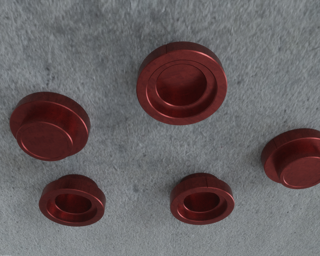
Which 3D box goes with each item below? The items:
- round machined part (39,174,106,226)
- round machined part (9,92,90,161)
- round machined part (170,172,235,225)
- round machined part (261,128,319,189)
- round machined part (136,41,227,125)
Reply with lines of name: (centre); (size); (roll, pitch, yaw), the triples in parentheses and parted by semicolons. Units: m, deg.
round machined part: (-0.135, 0.110, 0.488); (0.099, 0.042, 0.097); (-1, 130, 0)
round machined part: (-0.143, 0.005, 0.398); (0.099, 0.042, 0.097); (-1, 130, 0)
round machined part: (0.065, 0.108, 0.489); (0.099, 0.042, 0.097); (-1, 130, 0)
round machined part: (0.199, 0.050, 0.442); (0.099, 0.042, 0.097); (-1, 130, 0)
round machined part: (0.023, -0.053, 0.351); (0.099, 0.042, 0.097); (-1, 130, 0)
